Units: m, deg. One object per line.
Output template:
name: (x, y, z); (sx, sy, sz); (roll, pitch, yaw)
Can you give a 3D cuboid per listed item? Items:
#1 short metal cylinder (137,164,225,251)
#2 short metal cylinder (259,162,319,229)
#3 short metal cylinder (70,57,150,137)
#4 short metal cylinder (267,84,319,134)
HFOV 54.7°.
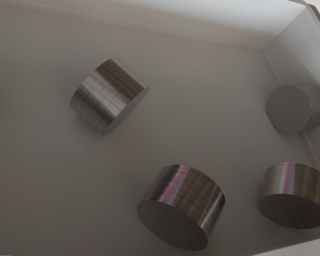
short metal cylinder: (0.023, 0.085, 0.332); (0.080, 0.080, 0.050); (39, 51, -2)
short metal cylinder: (0.178, 0.091, 0.413); (0.080, 0.080, 0.050); (33, 51, -7)
short metal cylinder: (-0.058, -0.036, 0.362); (0.050, 0.080, 0.080); (42, 51, 0)
short metal cylinder: (0.228, -0.034, 0.517); (0.050, 0.080, 0.080); (-9, 67, -33)
